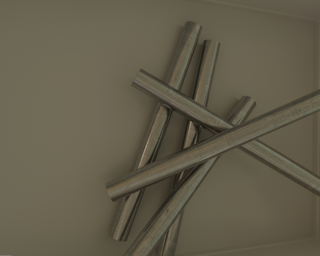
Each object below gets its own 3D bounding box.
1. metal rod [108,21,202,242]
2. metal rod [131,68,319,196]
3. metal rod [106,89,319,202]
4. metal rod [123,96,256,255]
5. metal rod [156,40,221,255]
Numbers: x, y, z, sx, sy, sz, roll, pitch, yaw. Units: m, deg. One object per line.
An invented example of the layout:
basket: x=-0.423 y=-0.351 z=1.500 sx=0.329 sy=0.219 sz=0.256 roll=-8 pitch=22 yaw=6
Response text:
metal rod: x=-0.003 y=-0.001 z=0.410 sx=0.025 sy=0.025 sz=0.299 roll=22 pitch=83 yaw=-19
metal rod: x=0.099 y=0.011 z=0.407 sx=0.301 sy=0.025 sz=0.025 roll=30 pitch=80 yaw=-10
metal rod: x=0.078 y=0.018 z=0.379 sx=0.301 sy=0.025 sz=0.025 roll=-24 pitch=99 yaw=-2
metal rod: x=0.043 y=0.065 z=0.399 sx=0.025 sy=0.025 sz=0.301 roll=47 pitch=65 yaw=-14
metal rod: x=0.040 y=0.025 z=0.426 sx=0.025 sy=0.025 sz=0.298 roll=15 pitch=85 yaw=-20
